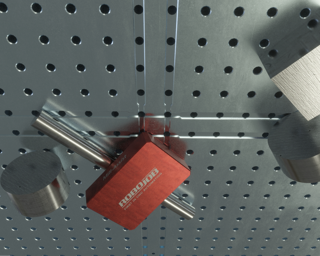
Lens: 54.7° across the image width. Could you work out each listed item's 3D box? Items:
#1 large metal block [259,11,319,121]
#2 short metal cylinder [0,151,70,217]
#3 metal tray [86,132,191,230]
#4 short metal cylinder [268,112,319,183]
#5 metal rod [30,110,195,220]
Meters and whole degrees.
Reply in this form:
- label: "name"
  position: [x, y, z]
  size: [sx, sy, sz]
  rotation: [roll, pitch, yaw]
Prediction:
- label: "large metal block"
  position: [0.172, -0.067, 0.341]
  size: [0.080, 0.050, 0.080]
  rotation: [-37, 121, 27]
- label: "short metal cylinder"
  position: [-0.174, 0.078, 0.439]
  size: [0.080, 0.080, 0.050]
  rotation: [-3, 130, 2]
- label: "metal tray"
  position: [-0.032, 0.079, 0.448]
  size: [0.130, 0.030, 0.090]
  rotation: [-46, 119, 9]
- label: "short metal cylinder"
  position: [0.187, 0.023, 0.399]
  size: [0.080, 0.080, 0.050]
  rotation: [-25, 126, 19]
- label: "metal rod"
  position: [-0.053, 0.067, 0.468]
  size: [0.025, 0.025, 0.301]
  rotation: [-37, 122, 27]
